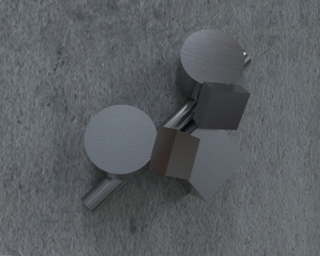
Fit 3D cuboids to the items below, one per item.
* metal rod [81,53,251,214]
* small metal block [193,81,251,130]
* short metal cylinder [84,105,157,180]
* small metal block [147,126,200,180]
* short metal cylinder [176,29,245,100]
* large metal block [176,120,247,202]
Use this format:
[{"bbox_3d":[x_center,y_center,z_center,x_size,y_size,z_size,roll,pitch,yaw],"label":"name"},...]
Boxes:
[{"bbox_3d":[0.018,-0.003,0.418,0.301,0.025,0.025,-43,104,-15],"label":"metal rod"},{"bbox_3d":[0.073,-0.026,0.372,0.050,0.025,0.050,2,120,-20],"label":"small metal block"},{"bbox_3d":[-0.045,0.019,0.366,0.081,0.050,0.080,1,72,-4],"label":"short metal cylinder"},{"bbox_3d":[0.017,0.029,0.352,0.050,0.025,0.050,22,82,-51],"label":"small metal block"},{"bbox_3d":[0.064,-0.081,0.406,0.081,0.050,0.080,1,72,-4],"label":"short metal cylinder"},{"bbox_3d":[0.054,0.037,0.416,0.080,0.050,0.080,-43,104,-15],"label":"large metal block"}]
